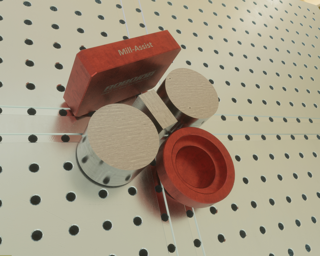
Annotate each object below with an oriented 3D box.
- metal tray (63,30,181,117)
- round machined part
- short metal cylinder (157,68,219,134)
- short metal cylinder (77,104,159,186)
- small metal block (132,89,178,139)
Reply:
[{"bbox_3d":[-0.045,-0.067,0.377,0.131,0.090,0.030,-26,77,-36],"label":"metal tray"},{"bbox_3d":[0.040,0.051,0.382,0.099,0.042,0.098,14,56,-21],"label":"round machined part"},{"bbox_3d":[0.033,-0.035,0.426,0.081,0.050,0.080,14,56,-21],"label":"short metal cylinder"},{"bbox_3d":[-0.048,0.019,0.350,0.081,0.050,0.080,14,56,-21],"label":"short metal cylinder"},{"bbox_3d":[-0.012,-0.012,0.387,0.025,0.050,0.050,-28,78,-37],"label":"small metal block"}]
